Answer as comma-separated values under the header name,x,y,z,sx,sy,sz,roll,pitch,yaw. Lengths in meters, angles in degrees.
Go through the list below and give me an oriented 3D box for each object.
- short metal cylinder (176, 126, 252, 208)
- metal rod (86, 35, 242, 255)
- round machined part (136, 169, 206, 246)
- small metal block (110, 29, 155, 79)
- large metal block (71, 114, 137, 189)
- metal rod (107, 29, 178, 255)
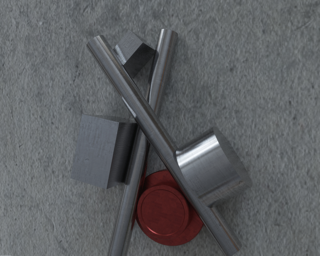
name,x,y,z,sx,sy,sz,roll,pitch,yaw
short metal cylinder,0.063,0.045,0.359,0.050,0.080,0.080,-34,80,17
metal rod,0.004,0.020,0.372,0.025,0.025,0.299,-34,88,16
round machined part,0.010,0.103,0.398,0.098,0.042,0.097,0,90,19
small metal block,-0.037,-0.096,0.409,0.050,0.050,0.025,-47,76,14
large metal block,-0.064,0.027,0.403,0.050,0.080,0.079,13,94,19
metal rod,-0.022,0.020,0.401,0.025,0.025,0.298,12,88,19
